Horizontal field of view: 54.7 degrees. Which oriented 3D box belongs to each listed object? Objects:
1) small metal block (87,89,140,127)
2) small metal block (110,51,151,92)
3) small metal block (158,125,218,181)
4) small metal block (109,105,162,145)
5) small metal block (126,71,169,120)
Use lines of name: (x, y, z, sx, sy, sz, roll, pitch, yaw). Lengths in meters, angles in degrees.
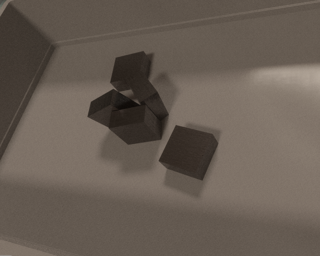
small metal block: (-0.062, -0.023, 0.426, 0.050, 0.050, 0.025, -22, 51, 39)
small metal block: (-0.045, -0.088, 0.482, 0.050, 0.025, 0.050, -7, 59, 24)
small metal block: (0.034, 0.029, 0.369, 0.050, 0.025, 0.050, 14, 69, 33)
small metal block: (-0.031, -0.003, 0.406, 0.050, 0.050, 0.025, -10, 58, 22)
small metal block: (-0.017, -0.041, 0.421, 0.025, 0.050, 0.050, -33, 51, -2)
